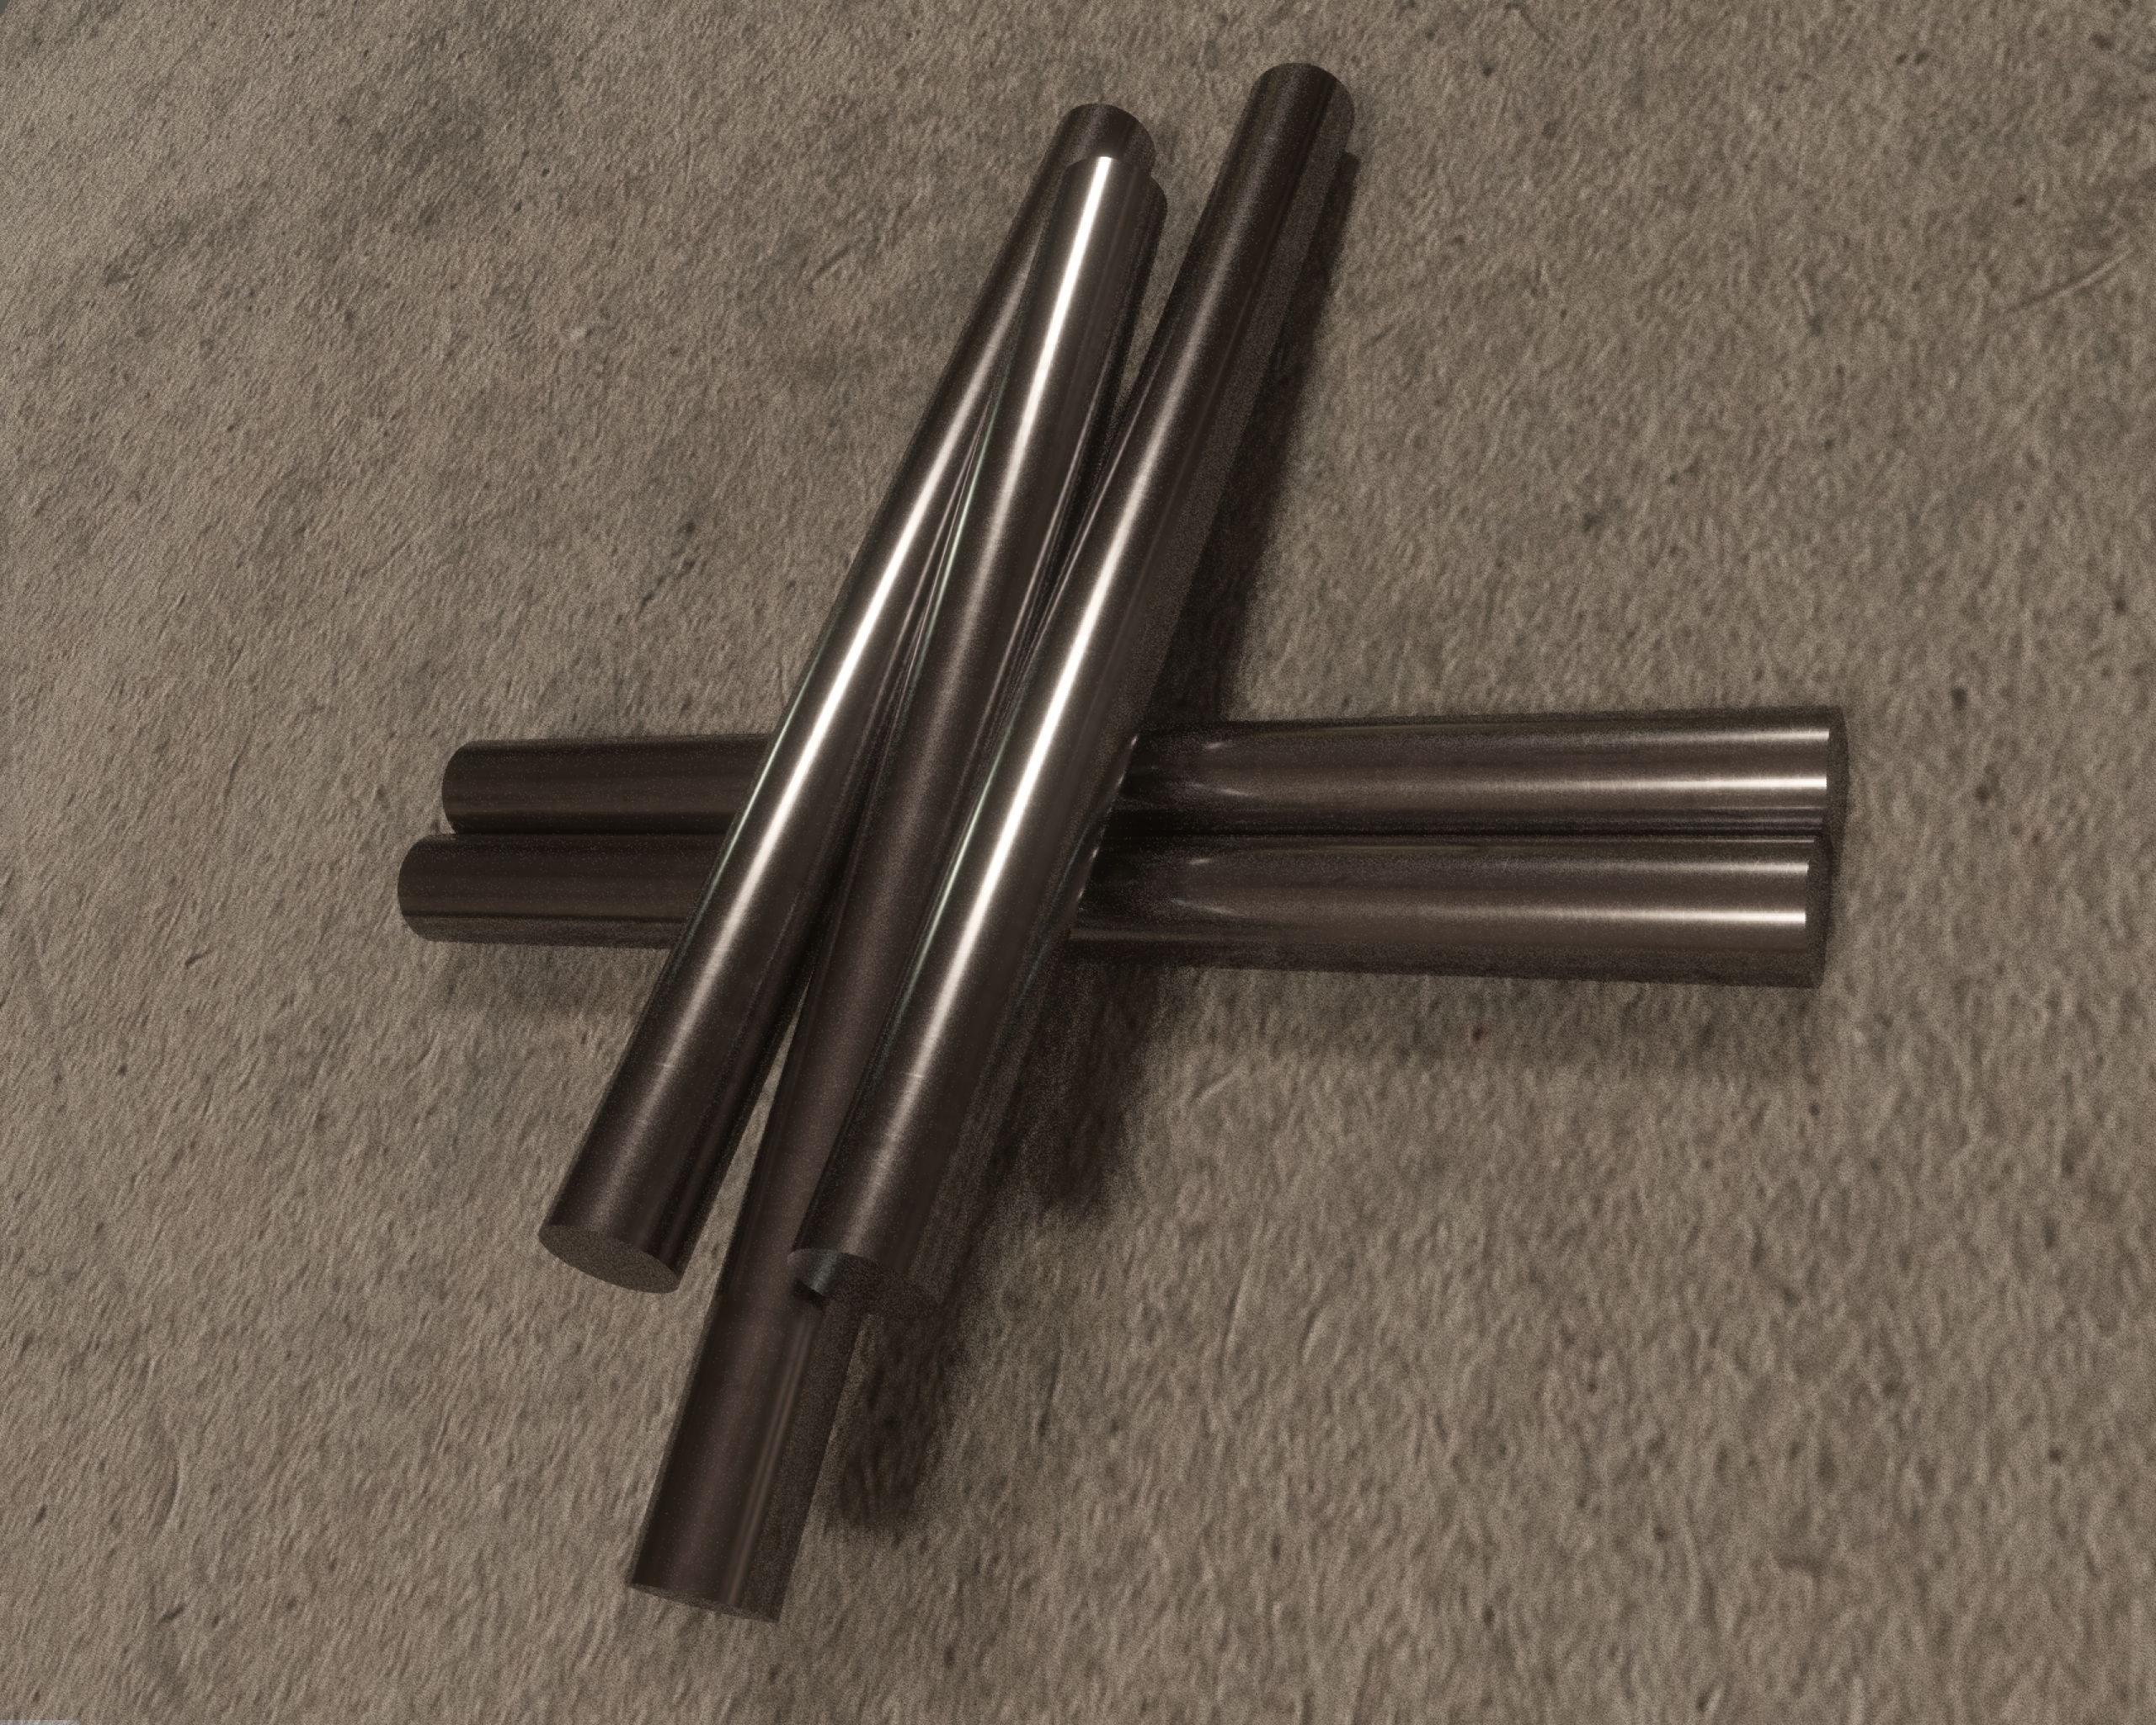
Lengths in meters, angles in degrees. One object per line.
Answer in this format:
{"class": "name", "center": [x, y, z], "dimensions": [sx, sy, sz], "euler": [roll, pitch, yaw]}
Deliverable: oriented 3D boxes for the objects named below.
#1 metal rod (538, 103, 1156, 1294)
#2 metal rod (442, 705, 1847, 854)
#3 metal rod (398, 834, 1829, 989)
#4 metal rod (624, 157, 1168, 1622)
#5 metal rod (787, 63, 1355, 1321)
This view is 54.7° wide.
{"class": "metal rod", "center": [-0.036, -0.054, 0.429], "dimensions": [0.025, 0.025, 0.300], "euler": [1, 54, 28]}
{"class": "metal rod", "center": [-0.006, -0.015, 0.418], "dimensions": [0.300, 0.025, 0.025], "euler": [0, 62, 28]}
{"class": "metal rod", "center": [-0.013, 0.007, 0.408], "dimensions": [0.300, 0.025, 0.025], "euler": [0, 62, 28]}
{"class": "metal rod", "center": [-0.026, -0.014, 0.393], "dimensions": [0.025, 0.025, 0.300], "euler": [0, 61, 28]}
{"class": "metal rod", "center": [0.009, -0.054, 0.405], "dimensions": [0.025, 0.025, 0.300], "euler": [1, 54, 28]}
